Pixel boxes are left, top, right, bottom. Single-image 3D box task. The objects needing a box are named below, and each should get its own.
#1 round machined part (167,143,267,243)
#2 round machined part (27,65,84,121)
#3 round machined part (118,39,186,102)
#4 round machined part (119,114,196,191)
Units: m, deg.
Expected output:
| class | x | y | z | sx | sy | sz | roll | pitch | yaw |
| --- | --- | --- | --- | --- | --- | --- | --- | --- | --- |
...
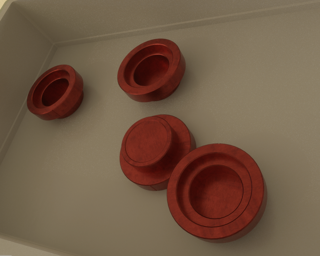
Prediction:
| class | x | y | z | sx | sy | sz | roll | pitch | yaw |
| --- | --- | --- | --- | --- | --- | --- | --- | --- | --- |
| round machined part | 0.060 | 0.068 | 0.321 | 0.098 | 0.042 | 0.098 | -13 | 56 | 21 |
| round machined part | -0.168 | -0.054 | 0.517 | 0.098 | 0.042 | 0.098 | -13 | 56 | 21 |
| round machined part | -0.008 | -0.078 | 0.447 | 0.098 | 0.042 | 0.098 | -13 | 56 | 21 |
| round machined part | -0.008 | 0.025 | 0.384 | 0.098 | 0.042 | 0.098 | -13 | 56 | 21 |
